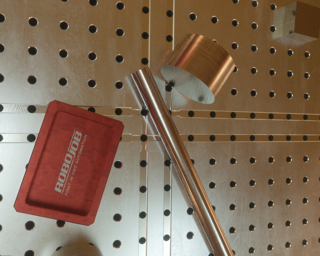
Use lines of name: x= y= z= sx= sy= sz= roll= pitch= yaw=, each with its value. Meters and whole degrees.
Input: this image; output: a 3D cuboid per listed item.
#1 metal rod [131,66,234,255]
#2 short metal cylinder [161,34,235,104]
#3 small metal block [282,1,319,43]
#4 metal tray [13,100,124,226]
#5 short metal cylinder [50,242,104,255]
metal rod: x=0.036 y=0.059 z=0.425 sx=0.025 sy=0.025 sz=0.299 roll=-28 pitch=99 yaw=-18
short metal cylinder: x=0.048 y=-0.075 z=0.401 sx=0.080 sy=0.080 sz=0.050 roll=37 pitch=78 yaw=-17
small metal block: x=0.227 y=-0.169 z=0.496 sx=0.050 sy=0.025 sz=0.050 roll=6 pitch=88 yaw=-20
metal tray: x=-0.106 y=0.042 z=0.370 sx=0.091 sy=0.030 sz=0.129 roll=19 pitch=84 yaw=-19
short metal cylinder: x=-0.097 y=0.183 z=0.364 sx=0.081 sy=0.050 sz=0.079 roll=0 pitch=90 yaw=-20
